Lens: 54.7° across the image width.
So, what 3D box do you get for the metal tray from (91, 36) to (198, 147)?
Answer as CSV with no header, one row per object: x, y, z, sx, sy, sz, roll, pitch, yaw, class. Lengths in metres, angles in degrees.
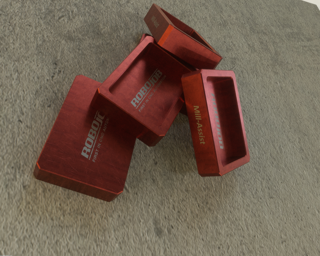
-0.012,-0.051,0.389,0.090,0.030,0.130,36,51,-5,metal tray

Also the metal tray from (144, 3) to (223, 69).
0.030,-0.134,0.458,0.090,0.030,0.130,24,25,-26,metal tray

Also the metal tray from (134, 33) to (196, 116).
0.019,-0.075,0.460,0.131,0.030,0.090,24,53,-14,metal tray

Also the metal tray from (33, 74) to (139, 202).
-0.075,0.009,0.356,0.091,0.030,0.130,22,53,-15,metal tray

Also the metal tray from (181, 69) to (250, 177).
0.076,-0.010,0.407,0.091,0.030,0.129,-11,91,-50,metal tray
